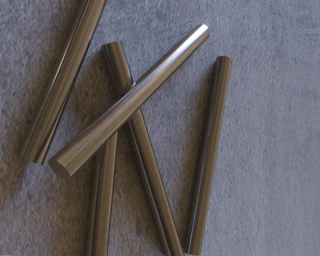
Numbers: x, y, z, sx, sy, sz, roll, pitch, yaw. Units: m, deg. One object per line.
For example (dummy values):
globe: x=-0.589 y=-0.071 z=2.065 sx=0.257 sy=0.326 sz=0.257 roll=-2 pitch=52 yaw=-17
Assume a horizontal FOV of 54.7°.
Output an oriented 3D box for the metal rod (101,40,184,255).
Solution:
metal rod: x=-0.017 y=0.042 z=0.392 sx=0.025 sy=0.025 sz=0.298 roll=-26 pitch=107 yaw=-37

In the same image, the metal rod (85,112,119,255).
metal rod: x=-0.070 y=0.131 z=0.347 sx=0.025 sy=0.025 sz=0.298 roll=8 pitch=85 yaw=-40

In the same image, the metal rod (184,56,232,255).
metal rod: x=0.074 y=0.035 z=0.469 sx=0.025 sy=0.025 sz=0.299 roll=18 pitch=78 yaw=-39

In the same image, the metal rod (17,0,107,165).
metal rod: x=-0.083 y=-0.106 z=0.335 sx=0.025 sy=0.025 sz=0.299 roll=28 pitch=73 yaw=-37

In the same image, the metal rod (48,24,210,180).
metal rod: x=-0.013 y=-0.053 z=0.365 sx=0.301 sy=0.025 sz=0.025 roll=-50 pitch=120 yaw=-39
